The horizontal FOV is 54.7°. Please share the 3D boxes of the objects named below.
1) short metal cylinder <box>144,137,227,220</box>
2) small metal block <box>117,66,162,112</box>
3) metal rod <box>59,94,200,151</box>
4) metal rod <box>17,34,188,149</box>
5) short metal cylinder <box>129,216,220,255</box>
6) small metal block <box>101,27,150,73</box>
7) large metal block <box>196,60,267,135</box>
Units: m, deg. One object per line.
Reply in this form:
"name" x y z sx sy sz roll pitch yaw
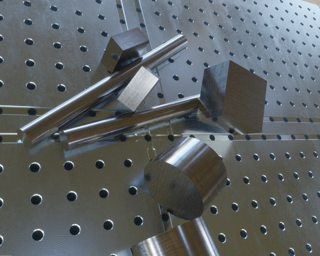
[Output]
"short metal cylinder" 0.028 0.057 0.353 0.080 0.080 0.050 48 51 5
"small metal block" -0.025 -0.051 0.396 0.025 0.050 0.050 38 10 -3
"metal rod" 0.012 -0.024 0.428 0.302 0.025 0.025 -18 71 -35
"metal rod" -0.053 -0.066 0.419 0.025 0.025 0.302 46 51 4
"short metal cylinder" 0.016 0.126 0.304 0.081 0.080 0.050 -11 68 -33
"small metal block" -0.049 -0.108 0.431 0.050 0.050 0.025 -35 82 -38
"large metal block" 0.105 -0.040 0.448 0.081 0.050 0.080 19 73 -31
